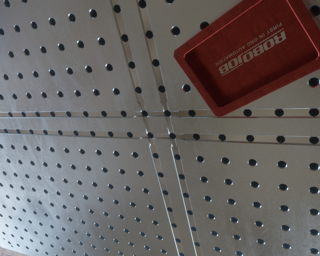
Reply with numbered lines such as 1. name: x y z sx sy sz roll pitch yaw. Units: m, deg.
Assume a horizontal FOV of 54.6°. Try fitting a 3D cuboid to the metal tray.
1. metal tray: 0.089 -0.077 0.313 0.130 0.030 0.090 -29 103 37
